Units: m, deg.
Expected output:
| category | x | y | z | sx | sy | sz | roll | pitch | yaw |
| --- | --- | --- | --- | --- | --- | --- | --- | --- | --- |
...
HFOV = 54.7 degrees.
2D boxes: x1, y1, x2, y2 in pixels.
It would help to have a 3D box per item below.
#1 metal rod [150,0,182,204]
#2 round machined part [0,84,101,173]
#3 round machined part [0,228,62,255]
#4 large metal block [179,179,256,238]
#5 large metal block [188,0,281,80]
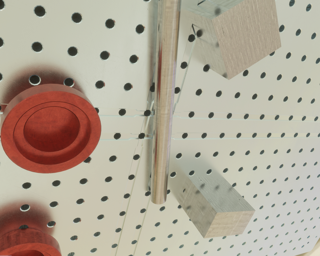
| category | x | y | z | sx | sy | sz | roll | pitch | yaw |
| --- | --- | --- | --- | --- | --- | --- | --- | --- | --- |
| metal rod | 0.004 | -0.019 | 0.401 | 0.025 | 0.025 | 0.298 | -11 | 123 | -23 |
| round machined part | -0.117 | -0.003 | 0.335 | 0.099 | 0.042 | 0.097 | -14 | 124 | -21 |
| round machined part | -0.182 | 0.172 | 0.407 | 0.099 | 0.042 | 0.097 | -14 | 124 | -21 |
| large metal block | 0.091 | 0.128 | 0.505 | 0.081 | 0.080 | 0.050 | 7 | 115 | -32 |
| large metal block | 0.092 | -0.118 | 0.372 | 0.080 | 0.050 | 0.080 | -33 | 129 | -7 |
